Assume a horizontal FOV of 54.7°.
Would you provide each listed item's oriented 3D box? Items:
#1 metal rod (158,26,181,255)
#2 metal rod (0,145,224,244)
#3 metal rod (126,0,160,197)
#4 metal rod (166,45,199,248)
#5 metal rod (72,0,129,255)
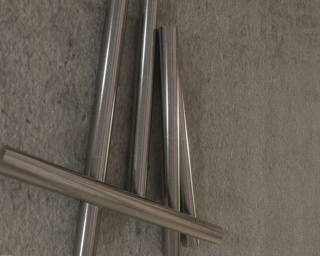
[{"bbox_3d":[0.013,0.023,0.404,0.025,0.025,0.298,-6,98,-40],"label":"metal rod"},{"bbox_3d":[-0.029,0.088,0.347,0.301,0.025,0.025,30,71,-35],"label":"metal rod"},{"bbox_3d":[-0.021,-0.045,0.389,0.025,0.025,0.298,7,86,-40],"label":"metal rod"},{"bbox_3d":[0.026,0.018,0.429,0.025,0.025,0.298,-11,98,-40],"label":"metal rod"},{"bbox_3d":[-0.066,-0.006,0.350,0.025,0.025,0.298,11,83,-40],"label":"metal rod"}]
